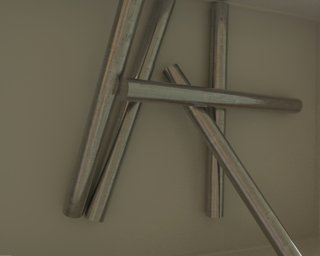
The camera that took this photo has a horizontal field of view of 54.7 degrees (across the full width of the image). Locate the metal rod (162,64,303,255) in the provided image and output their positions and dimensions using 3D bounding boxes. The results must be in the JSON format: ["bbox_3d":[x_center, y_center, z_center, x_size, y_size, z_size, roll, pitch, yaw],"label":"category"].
[{"bbox_3d":[0.091,0.047,0.393,0.025,0.025,0.299,-29,80,-18],"label":"metal rod"}]

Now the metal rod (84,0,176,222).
[{"bbox_3d":[-0.036,-0.030,0.396,0.025,0.025,0.299,20,83,-19],"label":"metal rod"}]

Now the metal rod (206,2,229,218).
[{"bbox_3d":[0.082,-0.025,0.440,0.025,0.025,0.298,2,90,-20],"label":"metal rod"}]

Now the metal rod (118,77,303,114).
[{"bbox_3d":[0.088,-0.038,0.407,0.302,0.025,0.025,1,90,-33],"label":"metal rod"}]

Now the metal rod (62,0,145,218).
[{"bbox_3d":[-0.060,-0.037,0.341,0.025,0.025,0.298,14,103,-20],"label":"metal rod"}]
